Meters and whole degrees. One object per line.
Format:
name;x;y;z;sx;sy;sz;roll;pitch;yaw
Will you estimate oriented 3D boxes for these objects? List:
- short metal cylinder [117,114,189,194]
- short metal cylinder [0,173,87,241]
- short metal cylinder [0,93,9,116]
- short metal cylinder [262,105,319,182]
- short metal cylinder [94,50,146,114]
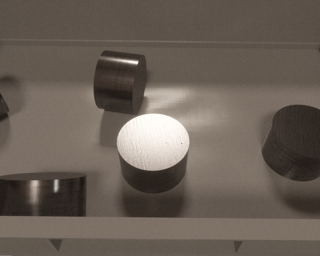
short metal cylinder;-0.008;0.029;0.364;0.081;0.050;0.080;0;50;0
short metal cylinder;-0.113;0.071;0.299;0.081;0.080;0.050;0;87;0
short metal cylinder;-0.243;-0.043;0.402;0.050;0.080;0.080;-36;59;-26
short metal cylinder;0.171;0.018;0.376;0.081;0.050;0.080;0;50;0
short metal cylinder;-0.052;-0.062;0.421;0.050;0.080;0.080;9;51;7
